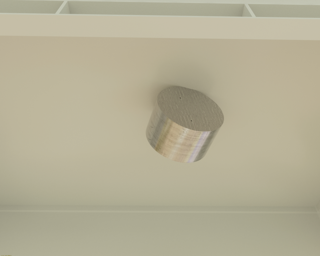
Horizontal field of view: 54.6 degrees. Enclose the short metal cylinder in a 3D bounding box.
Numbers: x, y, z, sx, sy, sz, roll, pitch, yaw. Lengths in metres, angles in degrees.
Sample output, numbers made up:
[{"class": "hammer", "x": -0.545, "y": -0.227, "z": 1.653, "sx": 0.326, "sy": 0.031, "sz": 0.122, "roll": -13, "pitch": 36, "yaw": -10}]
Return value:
[{"class": "short metal cylinder", "x": 0.028, "y": -0.005, "z": 0.369, "sx": 0.080, "sy": 0.080, "sz": 0.050, "roll": 13, "pitch": 129, "yaw": -11}]
